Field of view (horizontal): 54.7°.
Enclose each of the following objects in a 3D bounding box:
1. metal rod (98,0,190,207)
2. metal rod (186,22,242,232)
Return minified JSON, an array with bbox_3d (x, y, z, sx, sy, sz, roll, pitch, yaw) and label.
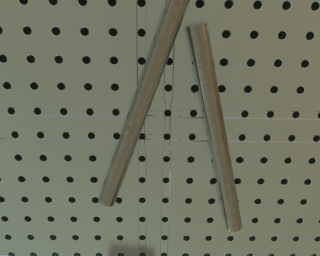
[{"bbox_3d":[-0.026,-0.025,0.403,0.025,0.025,0.298,19,109,-7],"label":"metal rod"},{"bbox_3d":[0.078,0.013,0.419,0.025,0.025,0.298,-13,110,4],"label":"metal rod"}]
